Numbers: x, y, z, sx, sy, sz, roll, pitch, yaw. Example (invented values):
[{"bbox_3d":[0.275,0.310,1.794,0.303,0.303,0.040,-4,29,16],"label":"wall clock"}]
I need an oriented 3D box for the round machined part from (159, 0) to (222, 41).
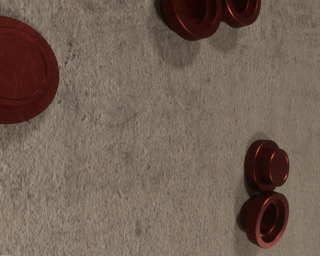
[{"bbox_3d":[0.038,-0.169,0.428,0.099,0.042,0.097,0,90,-40],"label":"round machined part"}]

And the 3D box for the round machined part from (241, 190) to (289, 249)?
[{"bbox_3d":[0.180,0.156,0.543,0.099,0.042,0.097,-7,102,-37],"label":"round machined part"}]

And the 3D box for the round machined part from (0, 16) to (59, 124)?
[{"bbox_3d":[-0.138,-0.052,0.279,0.099,0.042,0.097,0,90,-40],"label":"round machined part"}]

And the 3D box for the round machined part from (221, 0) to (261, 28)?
[{"bbox_3d":[0.115,-0.208,0.492,0.099,0.042,0.097,0,90,-40],"label":"round machined part"}]

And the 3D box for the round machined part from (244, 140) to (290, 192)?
[{"bbox_3d":[0.200,0.070,0.565,0.099,0.042,0.097,0,90,-40],"label":"round machined part"}]
